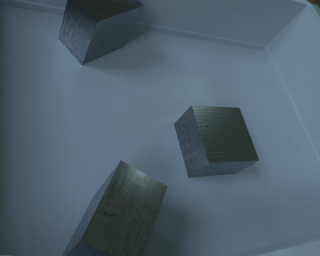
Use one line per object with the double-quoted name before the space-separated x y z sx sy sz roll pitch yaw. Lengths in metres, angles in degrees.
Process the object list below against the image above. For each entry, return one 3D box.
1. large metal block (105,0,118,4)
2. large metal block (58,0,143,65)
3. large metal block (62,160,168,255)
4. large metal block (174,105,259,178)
"large metal block" -0.079 -0.262 0.509 0.080 0.050 0.080 43 51 1
"large metal block" -0.080 -0.140 0.413 0.050 0.080 0.080 48 51 5
"large metal block" -0.044 0.090 0.286 0.050 0.080 0.080 31 45 -8
"large metal block" 0.074 0.018 0.418 0.081 0.050 0.080 1 62 -28
